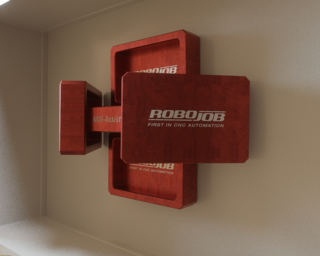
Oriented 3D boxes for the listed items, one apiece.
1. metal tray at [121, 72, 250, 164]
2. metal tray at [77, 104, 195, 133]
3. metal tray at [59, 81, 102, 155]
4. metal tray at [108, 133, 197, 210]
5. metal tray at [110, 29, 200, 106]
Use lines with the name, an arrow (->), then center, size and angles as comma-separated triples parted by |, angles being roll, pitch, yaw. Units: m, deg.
metal tray -> 0.026, -0.009, 0.324 | 0.030, 0.131, 0.089 | -177, 87, -82
metal tray -> -0.033, -0.010, 0.390 | 0.130, 0.091, 0.030 | 1, 91, 39
metal tray -> -0.106, -0.013, 0.433 | 0.030, 0.130, 0.089 | 1, 90, -2
metal tray -> -0.014, 0.050, 0.411 | 0.130, 0.030, 0.089 | 1, 90, 39
metal tray -> -0.010, -0.071, 0.410 | 0.130, 0.030, 0.089 | 0, 91, 39
